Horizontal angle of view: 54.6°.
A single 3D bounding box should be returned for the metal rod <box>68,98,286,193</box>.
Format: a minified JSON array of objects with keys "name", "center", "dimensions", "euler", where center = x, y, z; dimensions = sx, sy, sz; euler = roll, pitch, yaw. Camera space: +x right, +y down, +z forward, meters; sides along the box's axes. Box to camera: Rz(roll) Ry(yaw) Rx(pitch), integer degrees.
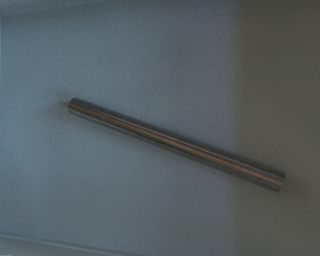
[{"name":"metal rod","center":[0.007,0.016,0.406],"dimensions":[0.301,0.025,0.025],"euler":[20,97,19]}]
